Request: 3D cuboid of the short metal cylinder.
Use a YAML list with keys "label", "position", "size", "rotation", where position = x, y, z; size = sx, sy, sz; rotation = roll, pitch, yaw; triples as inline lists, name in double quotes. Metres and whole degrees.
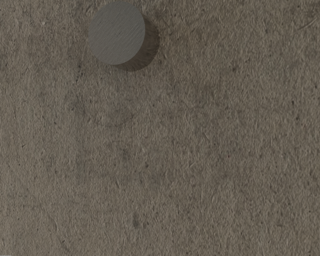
- label: "short metal cylinder"
  position: [-0.047, -0.119, 0.413]
  size: [0.080, 0.050, 0.080]
  rotation: [0, 90, 20]
